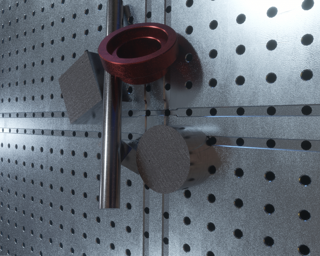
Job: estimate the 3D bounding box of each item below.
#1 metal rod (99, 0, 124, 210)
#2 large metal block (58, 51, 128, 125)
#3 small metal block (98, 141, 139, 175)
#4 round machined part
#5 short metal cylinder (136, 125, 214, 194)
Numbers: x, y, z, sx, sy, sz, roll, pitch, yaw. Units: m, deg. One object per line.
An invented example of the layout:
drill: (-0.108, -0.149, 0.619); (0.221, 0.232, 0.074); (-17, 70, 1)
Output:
metal rod: (-0.063, -0.045, 0.414); (0.025, 0.025, 0.299); (-17, 65, 38)
large metal block: (-0.105, -0.058, 0.477); (0.080, 0.050, 0.080); (-31, 71, 35)
small metal block: (-0.050, 0.035, 0.428); (0.050, 0.050, 0.025); (33, 84, 34)
round machined part: (-0.025, -0.091, 0.393); (0.098, 0.099, 0.042); (31, 148, 35)
short metal cylinder: (0.018, 0.036, 0.377); (0.080, 0.050, 0.079); (0, 90, 39)
